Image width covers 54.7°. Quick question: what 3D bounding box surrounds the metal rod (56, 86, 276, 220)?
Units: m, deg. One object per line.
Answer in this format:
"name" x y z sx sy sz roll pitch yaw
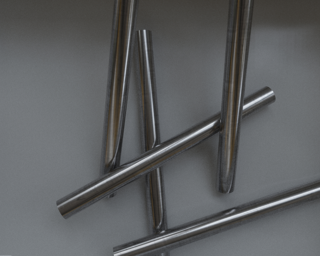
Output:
"metal rod" 0.015 0.026 0.389 0.302 0.025 0.025 -28 90 -9

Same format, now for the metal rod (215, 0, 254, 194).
"metal rod" 0.085 -0.055 0.352 0.025 0.025 0.298 -1 115 0

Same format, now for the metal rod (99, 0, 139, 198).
"metal rod" -0.048 -0.048 0.352 0.025 0.025 0.298 9 114 -1

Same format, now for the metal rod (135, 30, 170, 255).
"metal rod" -0.011 0.022 0.411 0.025 0.025 0.298 -5 90 -1

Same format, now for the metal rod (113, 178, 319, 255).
"metal rod" 0.090 0.116 0.396 0.302 0.025 0.025 -16 90 -7
